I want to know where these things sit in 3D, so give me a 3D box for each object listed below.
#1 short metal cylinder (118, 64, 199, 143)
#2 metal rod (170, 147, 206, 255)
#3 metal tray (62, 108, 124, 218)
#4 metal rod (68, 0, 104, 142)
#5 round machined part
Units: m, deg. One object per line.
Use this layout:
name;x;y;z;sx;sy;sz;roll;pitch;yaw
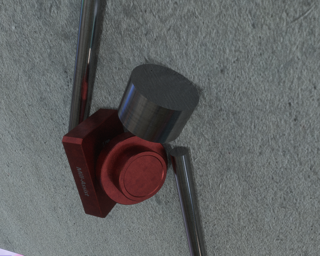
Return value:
short metal cylinder;-0.002;-0.029;0.355;0.080;0.080;0.050;33;129;7
metal rod;0.053;0.162;0.479;0.025;0.025;0.298;3;120;27
metal tray;-0.081;0.049;0.437;0.030;0.090;0.129;6;121;25
metal rod;-0.099;-0.082;0.408;0.025;0.025;0.298;27;128;11
round machined part;-0.030;0.056;0.406;0.042;0.099;0.097;24;135;55
